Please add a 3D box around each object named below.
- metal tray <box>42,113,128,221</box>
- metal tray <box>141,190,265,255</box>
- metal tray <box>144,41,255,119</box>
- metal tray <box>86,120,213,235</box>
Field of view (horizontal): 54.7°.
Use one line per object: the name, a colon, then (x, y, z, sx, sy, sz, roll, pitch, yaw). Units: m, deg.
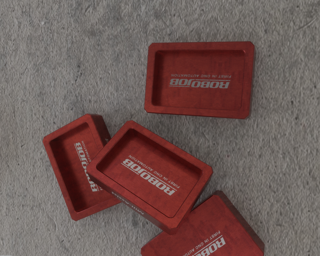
metal tray: (-0.104, 0.055, 0.442, 0.090, 0.030, 0.129, -26, 82, 18)
metal tray: (0.051, 0.152, 0.388, 0.130, 0.030, 0.090, -41, 77, 15)
metal tray: (0.049, -0.059, 0.388, 0.130, 0.030, 0.089, 5, 92, 19)
metal tray: (-0.013, 0.057, 0.385, 0.130, 0.030, 0.090, 30, 63, 17)
